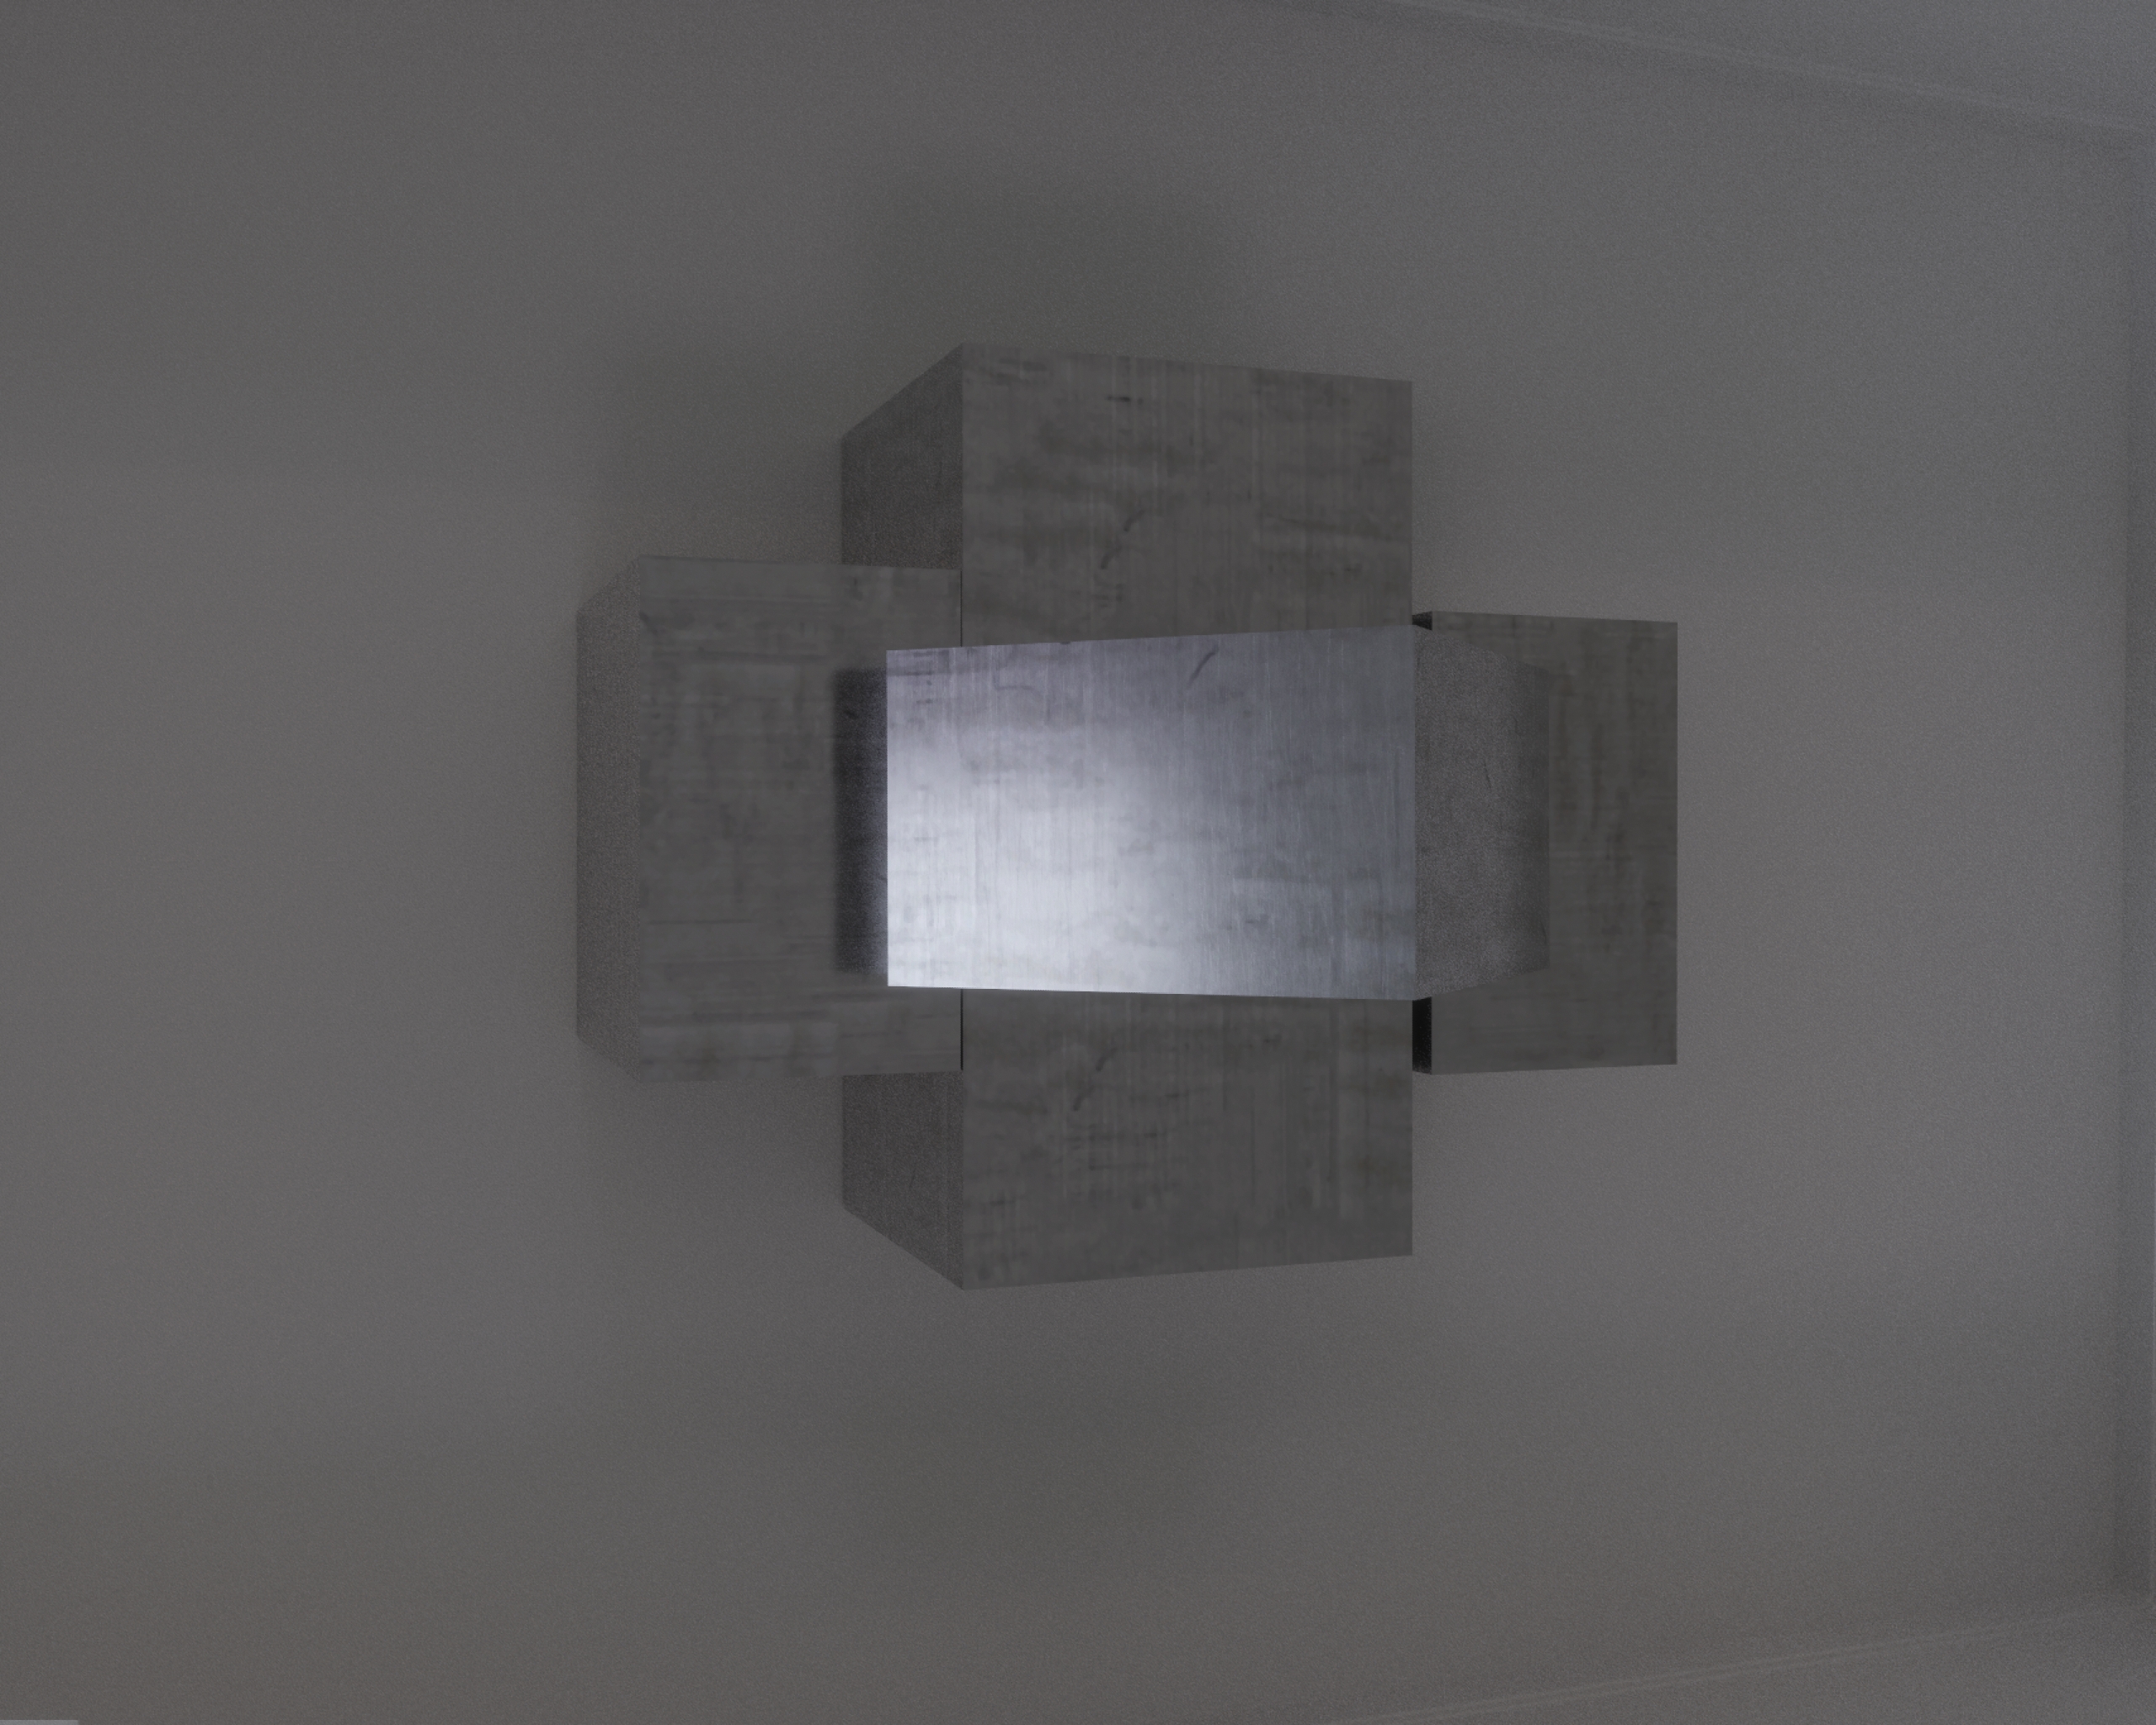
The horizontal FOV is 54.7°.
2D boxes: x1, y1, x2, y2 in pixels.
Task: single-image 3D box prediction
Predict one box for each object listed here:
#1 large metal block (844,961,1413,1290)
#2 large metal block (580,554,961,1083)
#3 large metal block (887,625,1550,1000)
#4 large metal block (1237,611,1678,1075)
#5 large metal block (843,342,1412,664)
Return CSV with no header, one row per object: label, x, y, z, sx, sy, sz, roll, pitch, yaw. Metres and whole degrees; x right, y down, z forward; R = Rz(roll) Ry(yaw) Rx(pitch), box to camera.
large metal block,0.006,0.043,0.382,0.081,0.080,0.050,0,90,-20
large metal block,-0.056,-0.007,0.360,0.050,0.080,0.080,0,90,-20
large metal block,0.025,-0.007,0.329,0.080,0.080,0.050,-1,91,-65
large metal block,0.070,-0.004,0.404,0.050,0.080,0.080,0,90,-21
large metal block,0.006,-0.058,0.382,0.081,0.080,0.050,0,90,-20
